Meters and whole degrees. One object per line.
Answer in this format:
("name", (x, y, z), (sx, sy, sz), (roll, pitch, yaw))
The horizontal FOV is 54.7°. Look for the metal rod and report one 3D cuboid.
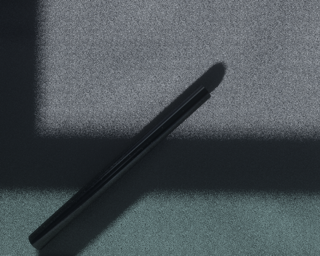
("metal rod", (-0.052, 0.050, 0.410), (0.300, 0.025, 0.025), (-42, 91, -1))
